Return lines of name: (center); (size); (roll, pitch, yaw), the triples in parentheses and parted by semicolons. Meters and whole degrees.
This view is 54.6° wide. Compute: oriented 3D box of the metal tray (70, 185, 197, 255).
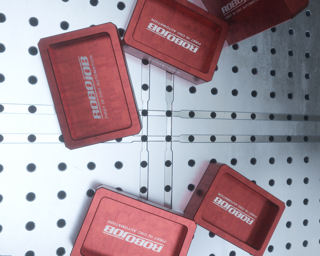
metal tray: (-0.031, 0.134, 0.382); (0.131, 0.030, 0.090); (21, 83, -5)

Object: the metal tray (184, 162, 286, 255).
metal tray: (0.111, 0.119, 0.450); (0.130, 0.030, 0.090); (33, 79, -17)

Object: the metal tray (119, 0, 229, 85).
metal tray: (0.021, -0.124, 0.416); (0.131, 0.030, 0.090); (21, 83, -19)

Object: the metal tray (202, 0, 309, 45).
metal tray: (0.113, -0.167, 0.398); (0.030, 0.130, 0.090); (-39, 103, -16)

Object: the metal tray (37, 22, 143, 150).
metal tray: (-0.079, -0.048, 0.365); (0.090, 0.030, 0.129); (-14, 95, 0)
